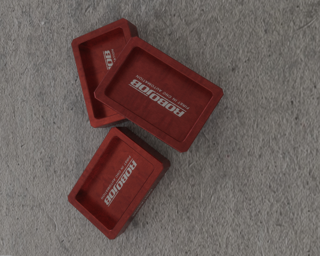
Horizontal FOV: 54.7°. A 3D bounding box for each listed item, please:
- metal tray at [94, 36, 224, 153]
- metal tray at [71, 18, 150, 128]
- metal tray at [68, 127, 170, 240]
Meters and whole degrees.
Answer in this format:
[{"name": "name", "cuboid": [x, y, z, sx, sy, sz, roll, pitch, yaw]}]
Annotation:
[{"name": "metal tray", "cuboid": [-0.001, -0.040, 0.380, 0.130, 0.030, 0.090, 33, 86, 3]}, {"name": "metal tray", "cuboid": [-0.064, -0.073, 0.428, 0.090, 0.030, 0.129, -16, 85, 19]}, {"name": "metal tray", "cuboid": [-0.058, 0.074, 0.426, 0.090, 0.030, 0.129, 37, 102, 16]}]
